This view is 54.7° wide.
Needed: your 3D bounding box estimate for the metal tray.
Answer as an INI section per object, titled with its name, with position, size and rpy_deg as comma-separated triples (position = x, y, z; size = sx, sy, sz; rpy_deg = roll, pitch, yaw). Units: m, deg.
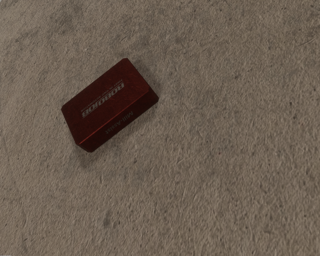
[metal tray]
position = -0.077, -0.036, 0.461
size = 0.130, 0.030, 0.090
rpy_deg = -38, 51, 2
